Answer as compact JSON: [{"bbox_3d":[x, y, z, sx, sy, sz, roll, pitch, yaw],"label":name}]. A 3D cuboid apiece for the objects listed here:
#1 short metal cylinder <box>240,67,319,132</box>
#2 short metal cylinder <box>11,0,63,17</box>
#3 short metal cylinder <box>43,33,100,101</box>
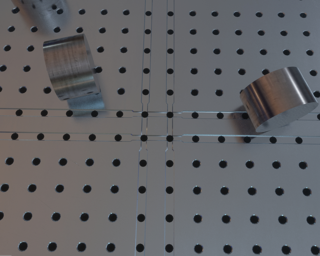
[{"bbox_3d":[0.150,-0.034,0.396,0.080,0.080,0.050,-18,71,-6],"label":"short metal cylinder"},{"bbox_3d":[-0.196,-0.220,0.477,0.081,0.050,0.080,0,70,0],"label":"short metal cylinder"},{"bbox_3d":[-0.115,-0.080,0.411,0.050,0.080,0.080,-14,71,-5],"label":"short metal cylinder"}]
